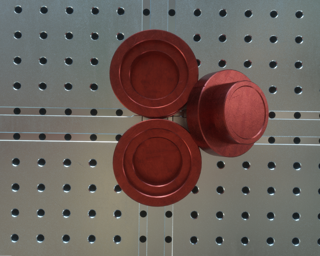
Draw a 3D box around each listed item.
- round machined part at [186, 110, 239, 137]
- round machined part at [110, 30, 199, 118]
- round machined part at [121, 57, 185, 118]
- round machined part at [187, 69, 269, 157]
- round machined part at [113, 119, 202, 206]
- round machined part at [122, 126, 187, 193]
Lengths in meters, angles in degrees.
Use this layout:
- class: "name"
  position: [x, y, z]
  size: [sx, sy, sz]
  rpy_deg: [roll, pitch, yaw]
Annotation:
- class: "round machined part"
  position: [0.085, -0.017, 0.406]
  size: [0.099, 0.042, 0.097]
  rpy_deg: [0, 90, 0]
- class: "round machined part"
  position: [-0.006, -0.060, 0.362]
  size: [0.099, 0.042, 0.097]
  rpy_deg: [0, 90, 0]
- class: "round machined part"
  position: [-0.005, -0.061, 0.406]
  size: [0.099, 0.042, 0.097]
  rpy_deg: [0, 90, 0]
- class: "round machined part"
  position: [0.081, -0.016, 0.342]
  size: [0.099, 0.042, 0.097]
  rpy_deg: [0, 89, -32]
- class: "round machined part"
  position: [-0.003, 0.038, 0.362]
  size: [0.099, 0.042, 0.097]
  rpy_deg: [0, 90, 0]
- class: "round machined part"
  position: [-0.004, 0.038, 0.405]
  size: [0.099, 0.042, 0.097]
  rpy_deg: [0, 90, 0]
